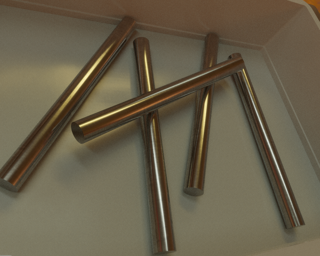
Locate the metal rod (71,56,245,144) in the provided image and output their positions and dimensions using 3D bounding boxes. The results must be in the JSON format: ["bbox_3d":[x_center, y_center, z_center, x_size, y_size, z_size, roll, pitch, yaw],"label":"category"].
[{"bbox_3d":[0.021,-0.050,0.415,0.302,0.025,0.025,-27,77,-37],"label":"metal rod"}]

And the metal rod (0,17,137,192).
[{"bbox_3d":[-0.097,-0.054,0.386,0.025,0.025,0.301,31,51,-9],"label":"metal rod"}]

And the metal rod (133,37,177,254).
[{"bbox_3d":[-0.012,0.002,0.399,0.025,0.025,0.299,7,59,-25],"label":"metal rod"}]

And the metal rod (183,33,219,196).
[{"bbox_3d":[0.067,-0.041,0.468,0.025,0.025,0.300,23,53,-15],"label":"metal rod"}]

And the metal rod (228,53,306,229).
[{"bbox_3d":[0.161,0.004,0.491,0.025,0.025,0.299,3,60,-27],"label":"metal rod"}]
